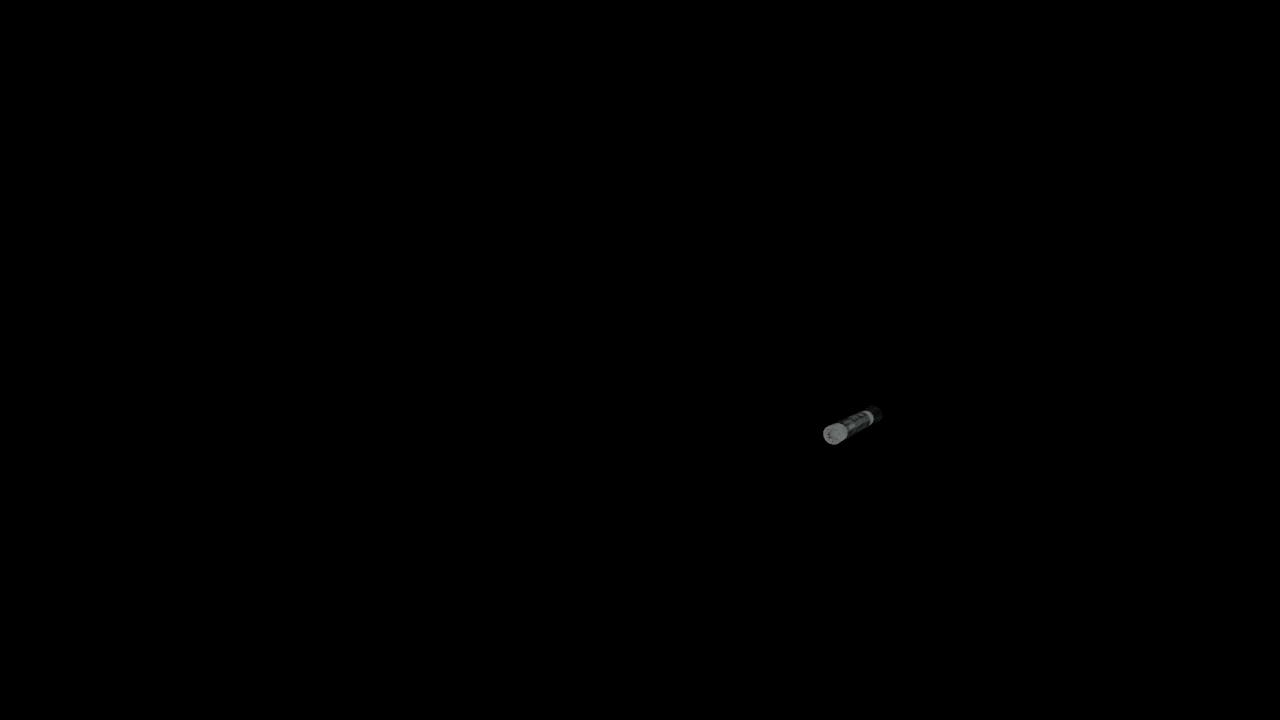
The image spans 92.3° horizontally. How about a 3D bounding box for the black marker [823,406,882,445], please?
[{"bbox_3d":[0.221,0.065,0.631,0.020,0.020,0.121,0,6,40],"label":"black marker"}]
